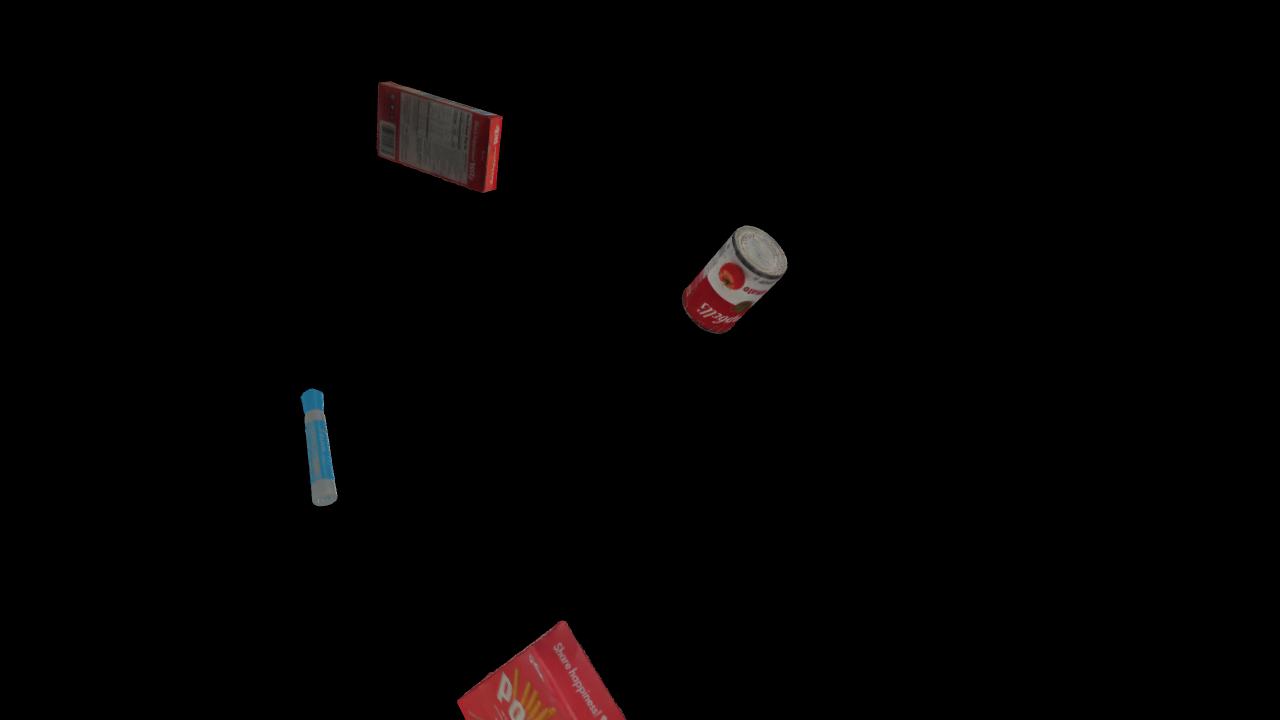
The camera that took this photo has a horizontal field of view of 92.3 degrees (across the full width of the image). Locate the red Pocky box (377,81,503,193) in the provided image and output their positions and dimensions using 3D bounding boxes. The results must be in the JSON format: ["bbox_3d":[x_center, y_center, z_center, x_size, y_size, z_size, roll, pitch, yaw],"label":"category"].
[{"bbox_3d":[-0.225,-0.248,0.685,0.155,0.083,0.028,23,28,16],"label":"red Pocky box"}]

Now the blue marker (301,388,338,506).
[{"bbox_3d":[-0.284,0.073,0.542,0.020,0.121,0.020,-19,-36,-15],"label":"blue marker"}]

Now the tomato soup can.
[{"bbox_3d":[0.098,-0.083,0.644,0.068,0.068,0.101,0,-32,-33],"label":"tomato soup can"}]

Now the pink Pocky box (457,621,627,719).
[{"bbox_3d":[-0.064,0.227,0.385,0.029,0.084,0.155,-21,-21,-44],"label":"pink Pocky box"}]
